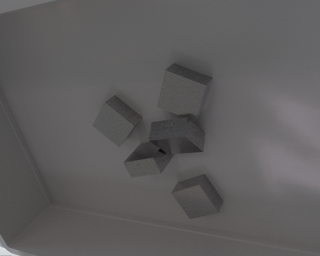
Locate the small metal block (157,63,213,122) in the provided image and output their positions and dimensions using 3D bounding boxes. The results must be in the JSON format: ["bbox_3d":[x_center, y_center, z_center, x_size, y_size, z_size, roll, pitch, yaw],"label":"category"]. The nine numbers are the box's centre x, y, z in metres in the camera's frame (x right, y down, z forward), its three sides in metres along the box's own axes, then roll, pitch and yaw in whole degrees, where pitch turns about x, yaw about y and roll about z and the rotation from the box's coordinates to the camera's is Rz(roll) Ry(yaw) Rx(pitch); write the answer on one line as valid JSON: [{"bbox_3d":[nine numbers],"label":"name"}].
[{"bbox_3d":[0.029,-0.042,0.367,0.050,0.025,0.050,23,127,14],"label":"small metal block"}]

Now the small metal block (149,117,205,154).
[{"bbox_3d":[0.022,0.011,0.388,0.050,0.025,0.050,-7,152,31],"label":"small metal block"}]

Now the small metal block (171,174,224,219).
[{"bbox_3d":[0.053,0.098,0.441,0.050,0.025,0.050,-26,105,37],"label":"small metal block"}]

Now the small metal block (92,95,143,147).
[{"bbox_3d":[-0.060,-0.009,0.435,0.050,0.025,0.050,39,129,1],"label":"small metal block"}]

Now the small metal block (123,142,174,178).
[{"bbox_3d":[-0.013,0.041,0.425,0.050,0.050,0.025,-13,111,34],"label":"small metal block"}]
